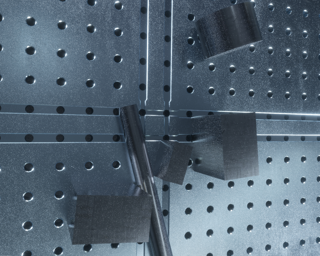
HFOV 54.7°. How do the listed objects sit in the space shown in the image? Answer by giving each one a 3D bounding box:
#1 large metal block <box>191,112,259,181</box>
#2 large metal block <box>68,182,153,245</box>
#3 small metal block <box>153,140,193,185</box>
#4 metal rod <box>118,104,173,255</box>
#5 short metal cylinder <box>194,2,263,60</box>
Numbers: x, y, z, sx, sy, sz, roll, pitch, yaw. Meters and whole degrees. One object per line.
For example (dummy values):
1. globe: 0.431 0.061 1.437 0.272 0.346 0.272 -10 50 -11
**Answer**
1. large metal block: 0.085 0.021 0.416 0.050 0.080 0.079 -4 92 -20
2. large metal block: -0.062 0.095 0.361 0.081 0.080 0.050 6 88 -20
3. small metal block: 0.015 0.044 0.406 0.025 0.050 0.050 19 84 -20
4. metal rod: -0.008 0.116 0.410 0.025 0.025 0.298 -15 95 -20
5. short metal cylinder: 0.092 -0.129 0.419 0.081 0.080 0.050 -20 97 -19
